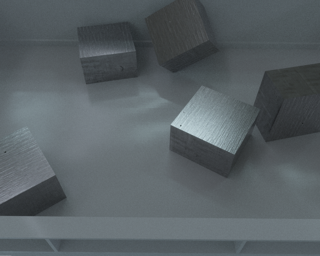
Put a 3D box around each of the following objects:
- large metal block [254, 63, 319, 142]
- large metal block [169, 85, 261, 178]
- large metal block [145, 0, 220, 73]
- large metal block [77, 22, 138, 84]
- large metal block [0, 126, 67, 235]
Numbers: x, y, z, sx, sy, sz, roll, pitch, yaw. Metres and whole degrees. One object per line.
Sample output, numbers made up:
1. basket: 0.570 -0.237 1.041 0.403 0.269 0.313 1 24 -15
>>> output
1. large metal block: 0.173 -0.032 0.399 0.081 0.080 0.050 -10 51 -9
2. large metal block: 0.068 0.003 0.388 0.080 0.050 0.080 26 54 19
3. large metal block: 0.033 -0.141 0.467 0.080 0.050 0.080 -22 76 24
4. large metal block: -0.083 -0.119 0.488 0.081 0.050 0.080 -9 51 -8
5. large metal block: -0.163 0.056 0.339 0.081 0.050 0.080 -29 56 -22
